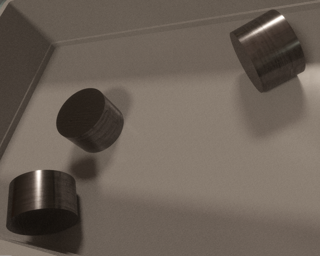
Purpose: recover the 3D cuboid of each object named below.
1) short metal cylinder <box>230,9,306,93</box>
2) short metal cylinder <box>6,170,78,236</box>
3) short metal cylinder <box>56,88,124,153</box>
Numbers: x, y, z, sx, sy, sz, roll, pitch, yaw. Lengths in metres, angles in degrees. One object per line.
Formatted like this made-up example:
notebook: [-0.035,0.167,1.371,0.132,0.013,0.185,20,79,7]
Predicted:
short metal cylinder: [0.123,-0.088,0.360,0.050,0.080,0.080,-28,52,10]
short metal cylinder: [-0.146,0.095,0.387,0.080,0.080,0.050,-25,53,13]
short metal cylinder: [-0.100,-0.011,0.447,0.080,0.050,0.080,-13,56,20]
